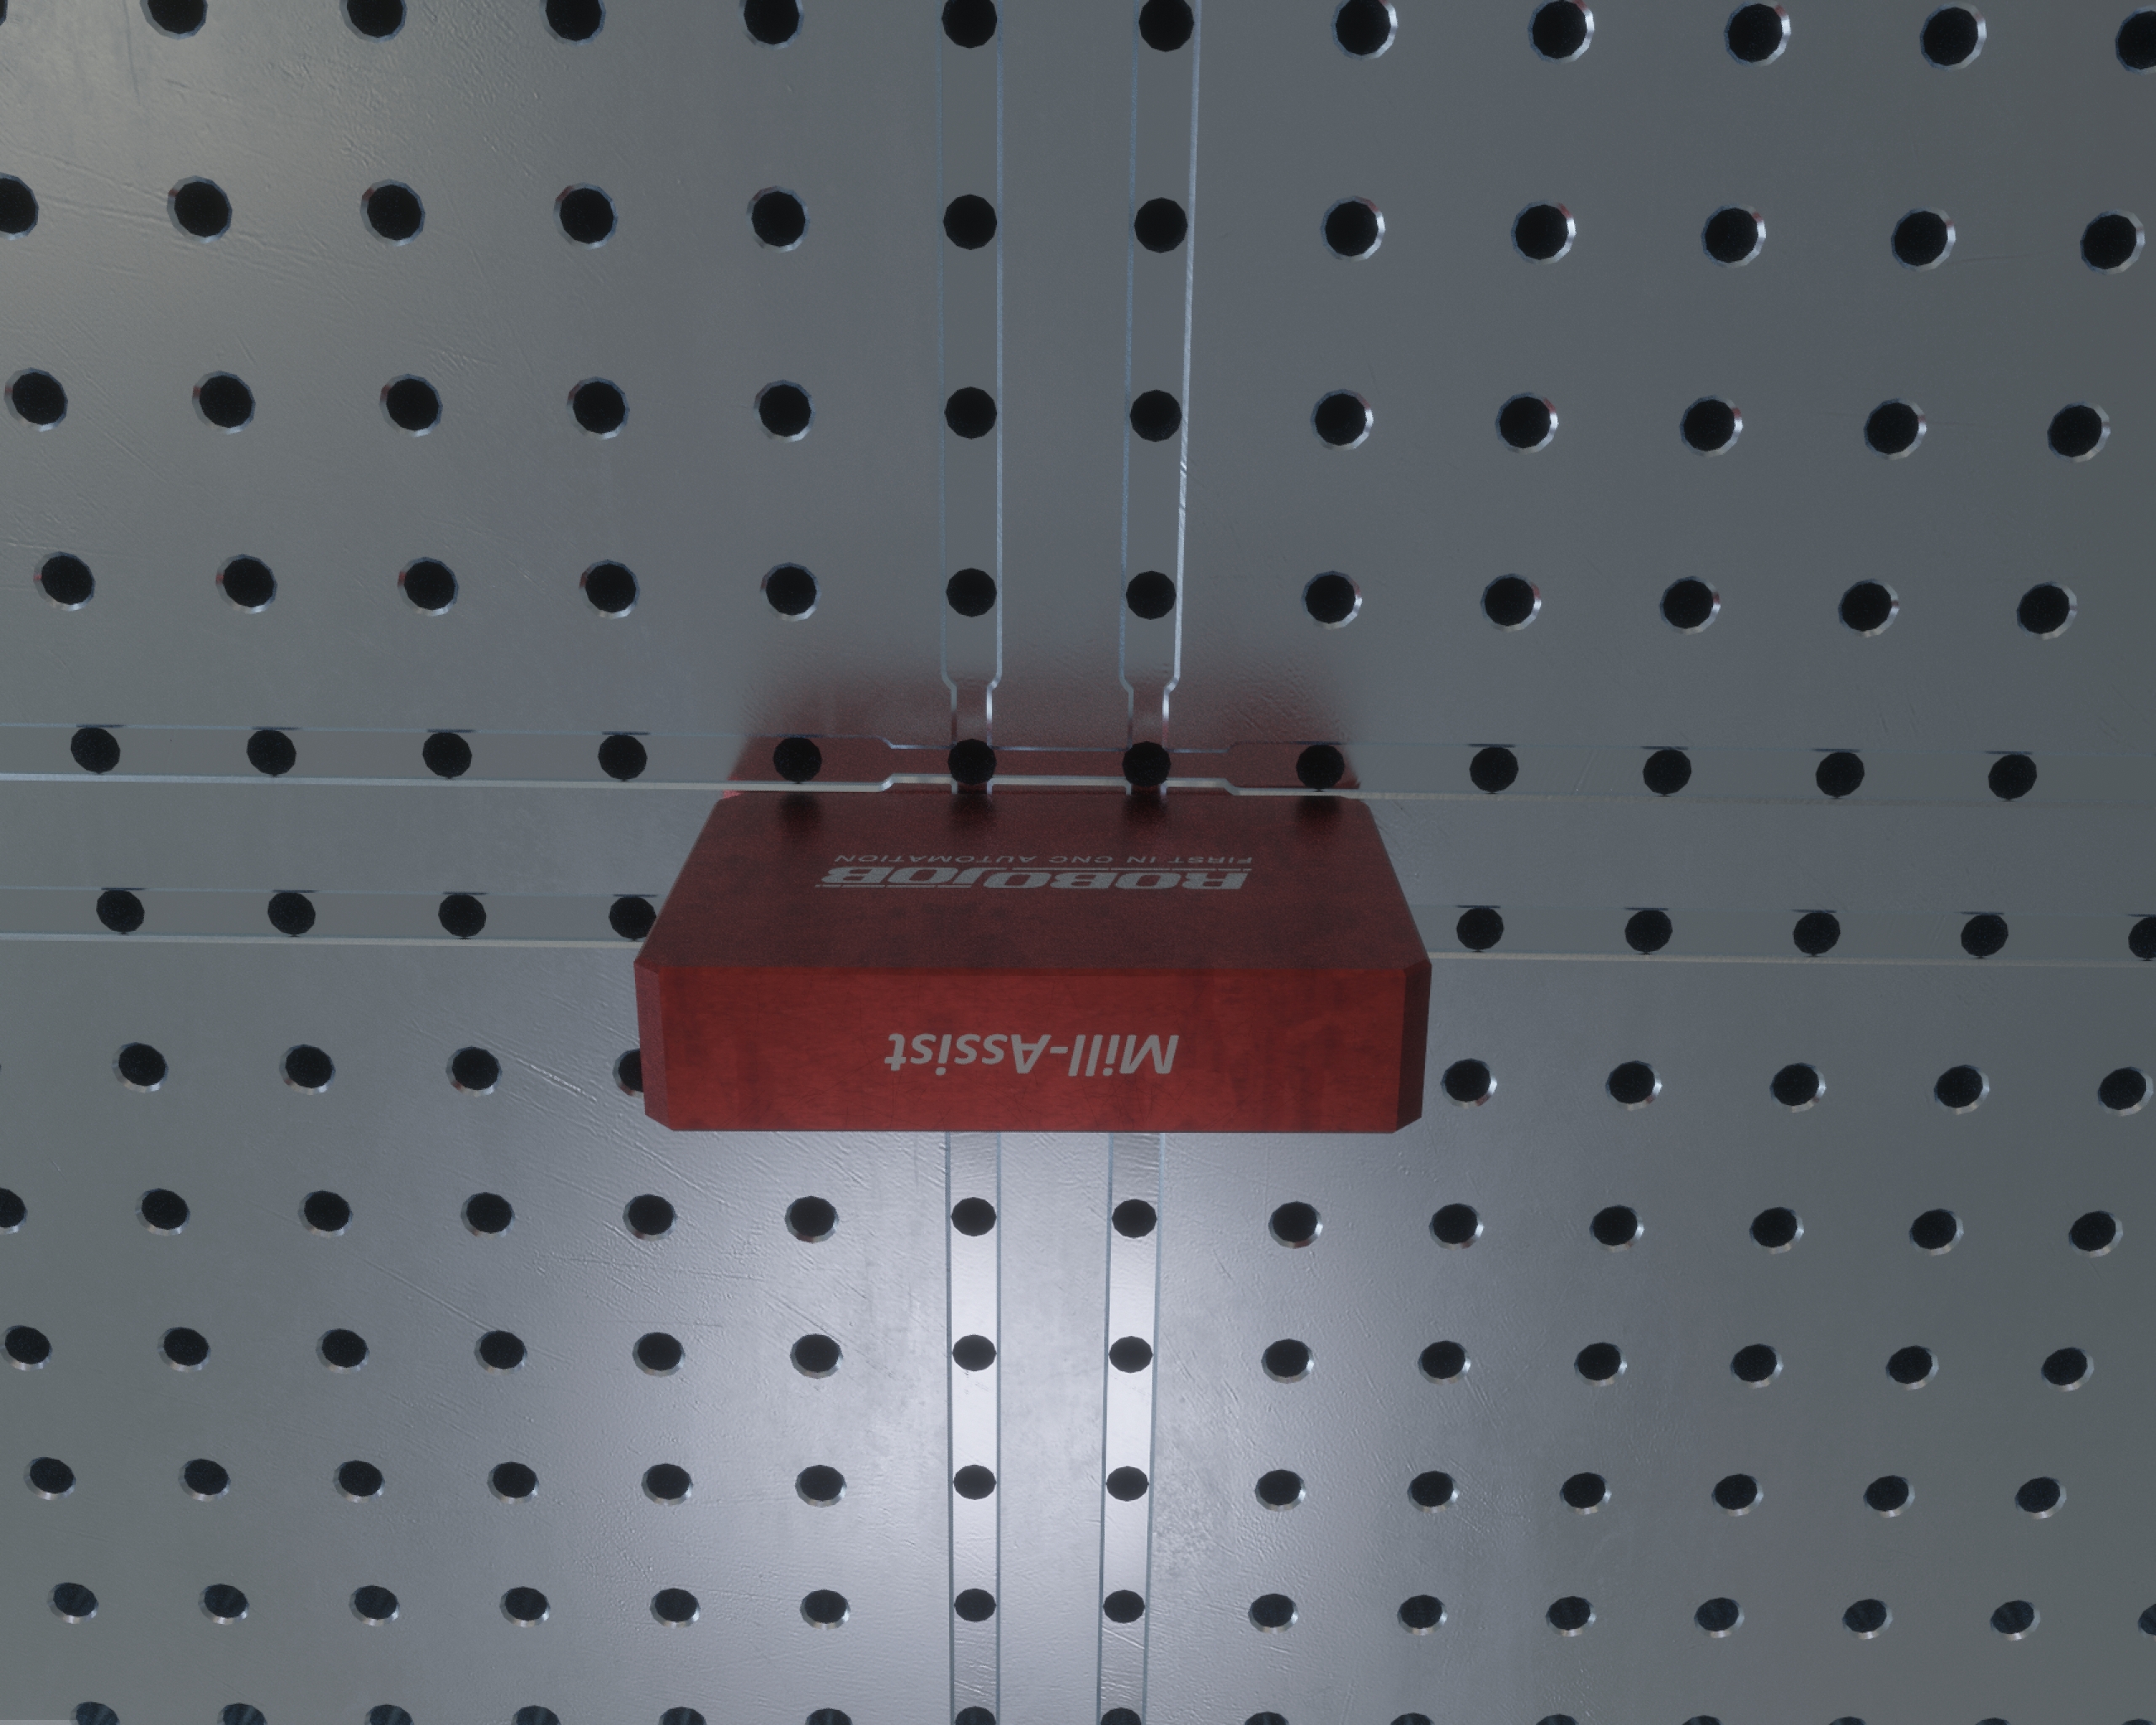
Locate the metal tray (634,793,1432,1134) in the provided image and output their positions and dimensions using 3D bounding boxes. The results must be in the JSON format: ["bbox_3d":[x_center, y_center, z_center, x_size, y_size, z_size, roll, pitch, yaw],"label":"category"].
[{"bbox_3d":[-0.007,0.016,0.384,0.131,0.090,0.030,0,110,0],"label":"metal tray"}]
